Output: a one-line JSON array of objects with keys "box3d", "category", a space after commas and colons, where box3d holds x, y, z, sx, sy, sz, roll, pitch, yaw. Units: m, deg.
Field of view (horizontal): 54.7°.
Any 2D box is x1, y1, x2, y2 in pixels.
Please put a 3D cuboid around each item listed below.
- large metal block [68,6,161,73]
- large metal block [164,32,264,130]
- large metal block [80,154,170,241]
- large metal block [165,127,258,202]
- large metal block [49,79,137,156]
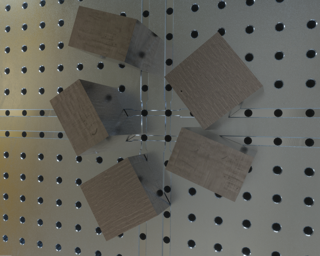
[{"box3d": [-0.056, -0.112, 0.402, 0.080, 0.080, 0.050, 19, 97, 18], "category": "large metal block"}, {"box3d": [0.067, -0.053, 0.375, 0.080, 0.050, 0.080, -39, 78, 15], "category": "large metal block"}, {"box3d": [-0.046, 0.091, 0.414, 0.080, 0.050, 0.080, -31, 80, 17], "category": "large metal block"}, {"box3d": [0.063, 0.037, 0.361, 0.080, 0.080, 0.050, 23, 98, 18], "category": "large metal block"}, {"box3d": [-0.086, -0.013, 0.412, 0.050, 0.080, 0.080, -32, 80, 17], "category": "large metal block"}]
